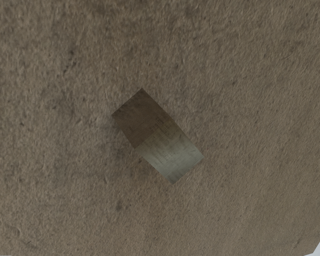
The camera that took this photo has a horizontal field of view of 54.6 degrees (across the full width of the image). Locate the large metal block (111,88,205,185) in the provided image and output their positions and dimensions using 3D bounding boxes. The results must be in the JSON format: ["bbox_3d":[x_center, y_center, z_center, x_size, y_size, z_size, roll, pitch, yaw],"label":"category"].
[{"bbox_3d":[-0.003,0.009,0.374,0.050,0.080,0.080,-42,129,0],"label":"large metal block"}]
